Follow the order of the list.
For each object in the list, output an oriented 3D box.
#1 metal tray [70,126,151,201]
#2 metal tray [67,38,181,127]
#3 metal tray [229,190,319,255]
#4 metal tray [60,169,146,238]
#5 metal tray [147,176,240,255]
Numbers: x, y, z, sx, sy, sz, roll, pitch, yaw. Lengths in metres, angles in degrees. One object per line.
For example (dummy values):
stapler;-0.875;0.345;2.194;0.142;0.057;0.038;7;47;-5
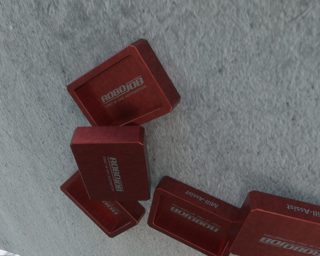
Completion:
metal tray;-0.062;0.053;0.429;0.091;0.030;0.129;-1;135;3
metal tray;-0.050;-0.045;0.400;0.130;0.030;0.090;-22;107;35
metal tray;0.160;0.130;0.378;0.131;0.030;0.089;13;126;1
metal tray;-0.099;0.122;0.528;0.130;0.030;0.090;46;129;-5
metal tray;0.051;0.135;0.459;0.130;0.030;0.089;22;127;14
